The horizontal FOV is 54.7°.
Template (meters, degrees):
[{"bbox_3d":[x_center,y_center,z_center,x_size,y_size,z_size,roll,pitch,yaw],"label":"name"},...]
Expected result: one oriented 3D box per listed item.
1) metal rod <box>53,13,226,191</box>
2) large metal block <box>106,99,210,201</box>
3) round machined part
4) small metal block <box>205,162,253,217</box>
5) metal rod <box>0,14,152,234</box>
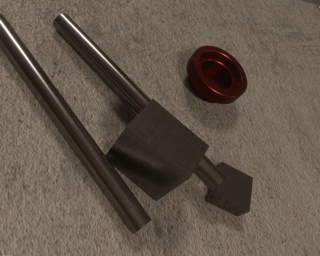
[{"bbox_3d":[-0.032,-0.039,0.398,0.300,0.025,0.025,46,51,9],"label":"metal rod"},{"bbox_3d":[-0.006,0.028,0.350,0.080,0.080,0.050,40,51,-1],"label":"large metal block"},{"bbox_3d":[0.085,-0.079,0.489,0.099,0.042,0.098,14,56,-21],"label":"round machined part"},{"bbox_3d":[0.092,0.080,0.406,0.050,0.025,0.050,28,52,-11],"label":"small metal block"},{"bbox_3d":[-0.109,-0.012,0.352,0.025,0.025,0.299,-31,79,-38],"label":"metal rod"}]
